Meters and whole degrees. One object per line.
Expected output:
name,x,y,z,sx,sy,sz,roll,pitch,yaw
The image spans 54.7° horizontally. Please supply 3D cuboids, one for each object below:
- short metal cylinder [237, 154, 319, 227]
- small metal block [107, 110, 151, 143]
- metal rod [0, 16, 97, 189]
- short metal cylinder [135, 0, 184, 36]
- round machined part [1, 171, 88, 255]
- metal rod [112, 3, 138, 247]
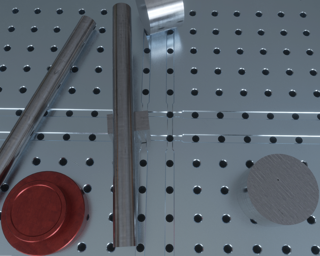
short metal cylinder,0.138,0.076,0.371,0.081,0.050,0.080,0,70,0
small metal block,-0.038,0.001,0.398,0.050,0.050,0.025,-6,70,-2
metal rod,-0.165,-0.031,0.421,0.025,0.025,0.300,21,71,7
short metal cylinder,-0.003,-0.180,0.448,0.050,0.080,0.080,-18,71,-6
round machined part,-0.139,0.099,0.365,0.099,0.042,0.098,0,70,0
metal rod,-0.043,-0.020,0.365,0.025,0.025,0.299,-3,70,-1
